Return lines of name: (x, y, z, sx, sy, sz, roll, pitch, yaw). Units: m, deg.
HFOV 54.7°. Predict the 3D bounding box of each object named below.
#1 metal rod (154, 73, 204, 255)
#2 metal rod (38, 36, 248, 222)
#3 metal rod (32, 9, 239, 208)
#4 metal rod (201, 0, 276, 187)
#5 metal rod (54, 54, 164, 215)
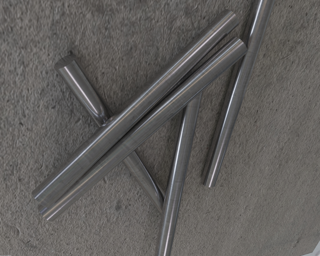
metal rod: (0.024, 0.070, 0.439, 0.025, 0.025, 0.298, -2, 112, -28)
metal rod: (-0.018, 0.000, 0.363, 0.300, 0.025, 0.025, -41, 129, -2)
metal rod: (-0.021, -0.028, 0.351, 0.300, 0.025, 0.025, -45, 130, -8)
metal rod: (0.105, -0.042, 0.437, 0.025, 0.025, 0.298, -3, 120, -27)
metal rod: (-0.040, 0.035, 0.406, 0.025, 0.025, 0.299, -34, 129, -6)
